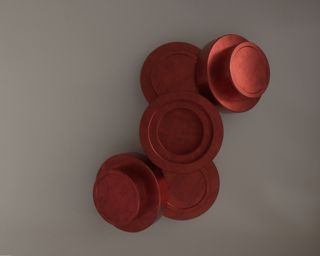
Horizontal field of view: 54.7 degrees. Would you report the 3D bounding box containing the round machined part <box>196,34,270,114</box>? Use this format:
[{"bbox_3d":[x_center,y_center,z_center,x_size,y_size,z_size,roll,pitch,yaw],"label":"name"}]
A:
[{"bbox_3d":[0.096,-0.068,0.381,0.099,0.042,0.097,2,87,-31],"label":"round machined part"}]

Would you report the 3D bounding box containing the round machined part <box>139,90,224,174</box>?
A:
[{"bbox_3d":[0.025,0.005,0.380,0.099,0.042,0.097,0,90,-1],"label":"round machined part"}]

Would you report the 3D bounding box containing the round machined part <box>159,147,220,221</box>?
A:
[{"bbox_3d":[0.029,0.072,0.402,0.099,0.042,0.097,0,90,-1],"label":"round machined part"}]

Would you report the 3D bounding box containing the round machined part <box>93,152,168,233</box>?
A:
[{"bbox_3d":[-0.043,0.081,0.380,0.098,0.042,0.097,2,95,29],"label":"round machined part"}]

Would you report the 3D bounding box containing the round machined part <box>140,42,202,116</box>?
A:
[{"bbox_3d":[0.023,-0.063,0.401,0.099,0.042,0.097,0,90,-1],"label":"round machined part"}]
